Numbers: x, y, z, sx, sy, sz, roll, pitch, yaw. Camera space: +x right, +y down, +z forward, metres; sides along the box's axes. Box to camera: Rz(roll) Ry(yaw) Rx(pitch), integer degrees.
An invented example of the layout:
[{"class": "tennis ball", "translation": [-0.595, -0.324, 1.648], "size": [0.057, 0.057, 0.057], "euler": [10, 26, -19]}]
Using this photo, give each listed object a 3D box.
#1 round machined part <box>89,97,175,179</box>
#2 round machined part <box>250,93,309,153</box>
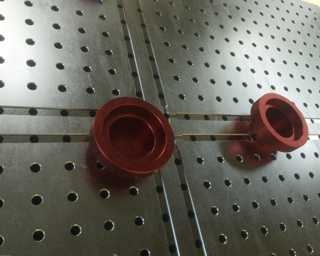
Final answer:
[{"class": "round machined part", "translation": [-0.036, 0.015, 0.369], "size": [0.099, 0.042, 0.098], "euler": [13, 56, -21]}, {"class": "round machined part", "translation": [0.185, -0.005, 0.499], "size": [0.099, 0.042, 0.098], "euler": [13, 56, -21]}]
